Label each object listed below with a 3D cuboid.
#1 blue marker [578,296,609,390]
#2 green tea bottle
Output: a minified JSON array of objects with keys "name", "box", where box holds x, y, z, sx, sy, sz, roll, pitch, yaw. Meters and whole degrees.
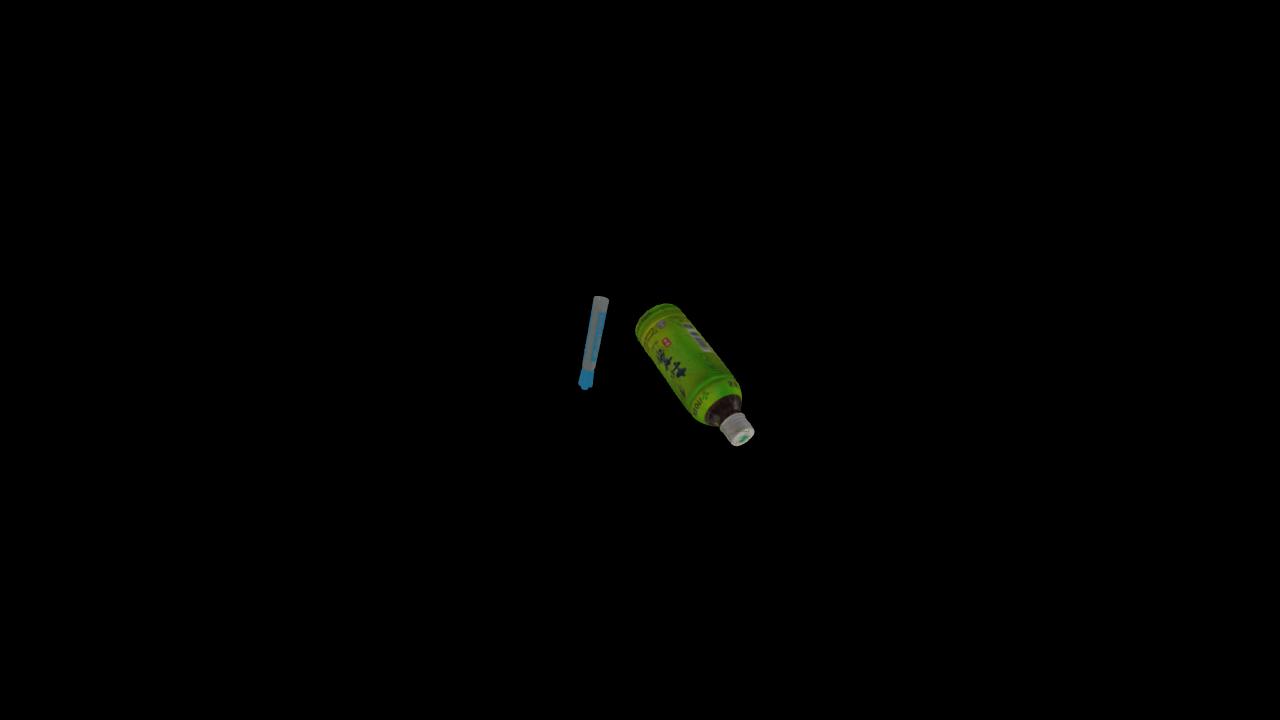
[{"name":"blue marker","box":[-0.058,-0.019,0.755,0.020,0.121,0.020,11,21,-4]},{"name":"green tea bottle","box":[0.069,0.017,0.751,0.073,0.073,0.212,0,39,-36]}]
